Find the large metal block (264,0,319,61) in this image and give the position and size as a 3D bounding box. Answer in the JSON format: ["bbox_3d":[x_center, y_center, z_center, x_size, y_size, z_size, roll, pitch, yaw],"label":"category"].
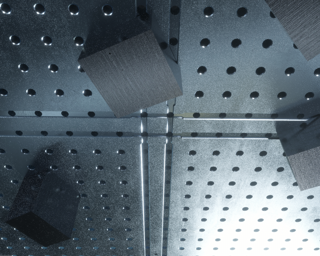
[{"bbox_3d":[0.148,-0.125,0.290,0.080,0.050,0.080,-36,122,26],"label":"large metal block"}]

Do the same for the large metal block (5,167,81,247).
[{"bbox_3d":[-0.175,0.122,0.478,0.050,0.080,0.080,-23,126,18],"label":"large metal block"}]

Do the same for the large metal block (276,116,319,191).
[{"bbox_3d":[0.217,0.033,0.425,0.080,0.050,0.080,-22,127,17],"label":"large metal block"}]

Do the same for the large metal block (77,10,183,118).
[{"bbox_3d":[-0.028,-0.067,0.338,0.080,0.050,0.080,-19,128,15],"label":"large metal block"}]
